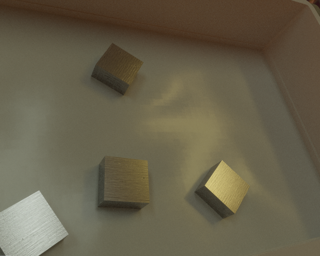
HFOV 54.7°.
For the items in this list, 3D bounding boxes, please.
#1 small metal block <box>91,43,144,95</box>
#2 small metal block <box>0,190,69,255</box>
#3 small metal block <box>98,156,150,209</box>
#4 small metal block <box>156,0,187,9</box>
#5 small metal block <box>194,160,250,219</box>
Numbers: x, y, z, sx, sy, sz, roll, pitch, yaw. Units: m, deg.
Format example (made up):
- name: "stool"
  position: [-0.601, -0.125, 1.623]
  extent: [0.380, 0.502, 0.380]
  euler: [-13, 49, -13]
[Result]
- name: "small metal block"
  position: [-0.058, -0.081, 0.424]
  extent: [0.050, 0.025, 0.050]
  euler: [31, 52, -9]
- name: "small metal block"
  position: [-0.121, 0.094, 0.283]
  extent: [0.050, 0.025, 0.050]
  euler: [-31, 79, -38]
- name: "small metal block"
  position: [-0.041, 0.061, 0.346]
  extent: [0.050, 0.025, 0.050]
  euler: [10, 58, -23]
- name: "small metal block"
  position: [0.018, -0.252, 0.572]
  extent: [0.050, 0.025, 0.050]
  euler: [5, 60, -26]
- name: "small metal block"
  position: [0.081, 0.079, 0.401]
  extent: [0.050, 0.025, 0.050]
  euler: [43, 51, 1]
